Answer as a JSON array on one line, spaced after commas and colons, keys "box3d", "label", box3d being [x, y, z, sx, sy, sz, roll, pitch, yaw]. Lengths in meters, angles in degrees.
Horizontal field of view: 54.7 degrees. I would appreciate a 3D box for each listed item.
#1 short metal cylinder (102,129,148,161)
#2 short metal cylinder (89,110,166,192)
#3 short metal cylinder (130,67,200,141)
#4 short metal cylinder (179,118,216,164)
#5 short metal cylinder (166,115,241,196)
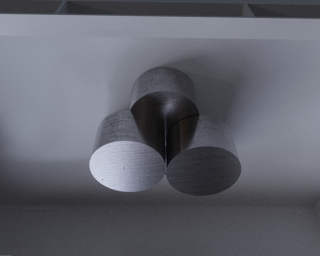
[{"box3d": [-0.040, 0.026, 0.412, 0.081, 0.050, 0.079, 0, 130, 0], "label": "short metal cylinder"}, {"box3d": [-0.034, 0.027, 0.347, 0.081, 0.050, 0.079, 0, 130, 0], "label": "short metal cylinder"}, {"box3d": [0.005, -0.025, 0.370, 0.081, 0.050, 0.079, 0, 130, 0], "label": "short metal cylinder"}, {"box3d": [0.042, 0.030, 0.416, 0.081, 0.050, 0.079, 0, 130, 0], "label": "short metal cylinder"}, {"box3d": [0.047, 0.032, 0.351, 0.081, 0.050, 0.079, 0, 130, 0], "label": "short metal cylinder"}]
